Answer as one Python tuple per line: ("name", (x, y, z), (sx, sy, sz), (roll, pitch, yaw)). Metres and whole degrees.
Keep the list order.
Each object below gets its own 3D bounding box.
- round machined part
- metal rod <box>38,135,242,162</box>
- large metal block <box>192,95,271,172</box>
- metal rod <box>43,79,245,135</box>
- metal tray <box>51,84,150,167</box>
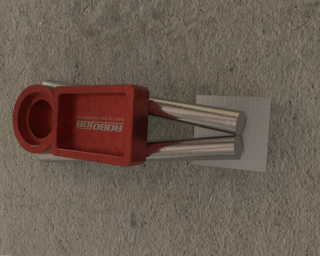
("round machined part", (-0.165, -0.013, 0.452), (0.098, 0.042, 0.097), (0, 89, 30))
("metal rod", (-0.048, 0.030, 0.392), (0.300, 0.025, 0.025), (-5, 89, 32))
("large metal block", (0.086, 0.005, 0.365), (0.080, 0.050, 0.079), (4, 91, 19))
("metal rod", (-0.044, -0.033, 0.390), (0.300, 0.025, 0.025), (13, 94, 32))
("metal tray", (-0.077, -0.006, 0.378), (0.130, 0.030, 0.089), (4, 91, 32))
